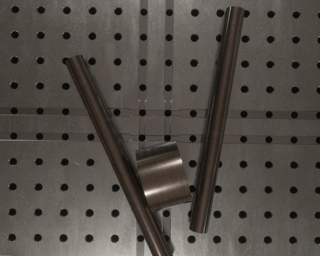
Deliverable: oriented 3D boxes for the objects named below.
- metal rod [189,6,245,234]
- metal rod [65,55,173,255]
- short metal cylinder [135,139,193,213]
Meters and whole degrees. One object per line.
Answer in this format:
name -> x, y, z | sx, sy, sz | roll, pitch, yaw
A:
metal rod -> 0.076, -0.011, 0.414 | 0.025, 0.025, 0.298 | 10, 90, -1
metal rod -> -0.053, 0.045, 0.412 | 0.025, 0.025, 0.299 | -24, 90, 0
short metal cylinder -> 0.005, 0.059, 0.386 | 0.050, 0.080, 0.080 | -16, 90, 0
